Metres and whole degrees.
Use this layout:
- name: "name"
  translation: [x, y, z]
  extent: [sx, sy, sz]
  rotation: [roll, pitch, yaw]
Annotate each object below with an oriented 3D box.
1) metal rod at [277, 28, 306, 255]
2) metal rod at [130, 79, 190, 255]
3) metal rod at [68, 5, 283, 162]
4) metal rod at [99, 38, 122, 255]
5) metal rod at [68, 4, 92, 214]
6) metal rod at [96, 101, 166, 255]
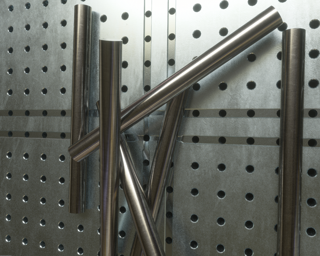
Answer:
- name: "metal rod"
  translation: [0.151, 0.038, 0.359]
  extent: [0.025, 0.025, 0.298]
  rotation: [1, 90, 20]
- name: "metal rod"
  translation: [-0.006, 0.083, 0.415]
  extent: [0.025, 0.025, 0.298]
  rotation: [15, 95, 19]
- name: "metal rod"
  translation: [0.009, -0.046, 0.381]
  extent: [0.300, 0.025, 0.025]
  rotation: [-34, 79, 12]
- name: "metal rod"
  translation: [-0.063, 0.044, 0.388]
  extent: [0.025, 0.025, 0.298]
  rotation: [12, 112, 19]
- name: "metal rod"
  translation: [-0.117, -0.027, 0.454]
  extent: [0.025, 0.025, 0.298]
  rotation: [2, 91, 20]
- name: "metal rod"
  translation: [-0.029, 0.096, 0.397]
  extent: [0.025, 0.025, 0.299]
  rotation: [-27, 72, 18]
